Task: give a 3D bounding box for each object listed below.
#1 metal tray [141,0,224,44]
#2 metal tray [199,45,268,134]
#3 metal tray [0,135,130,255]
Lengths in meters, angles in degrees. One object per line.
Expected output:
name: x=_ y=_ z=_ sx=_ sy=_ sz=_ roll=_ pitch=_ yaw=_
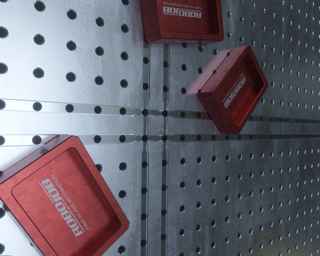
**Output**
metal tray: x=0.035 y=-0.167 z=0.436 sx=0.131 sy=0.030 sz=0.089 roll=-12 pitch=98 yaw=-40
metal tray: x=0.126 y=-0.063 z=0.514 sx=0.130 sy=0.030 sz=0.090 roll=-52 pitch=121 yaw=-28
metal tray: x=-0.098 y=0.083 z=0.325 sx=0.091 sy=0.030 sz=0.129 roll=-40 pitch=114 yaw=-33
